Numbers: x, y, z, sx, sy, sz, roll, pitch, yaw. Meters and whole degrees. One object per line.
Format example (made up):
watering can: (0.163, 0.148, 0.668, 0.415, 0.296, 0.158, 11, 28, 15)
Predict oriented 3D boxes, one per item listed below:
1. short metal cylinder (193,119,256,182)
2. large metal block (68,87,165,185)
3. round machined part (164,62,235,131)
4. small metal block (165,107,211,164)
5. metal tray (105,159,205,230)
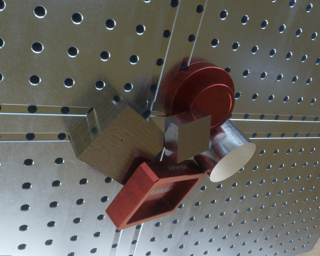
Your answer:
short metal cylinder: (0.091, 0.033, 0.450, 0.081, 0.050, 0.080, -25, 145, -19)
large metal block: (-0.049, 0.012, 0.376, 0.080, 0.050, 0.080, -46, 129, 4)
round machined part: (0.059, -0.034, 0.411, 0.099, 0.042, 0.097, -14, 124, -21)
small metal block: (0.033, 0.008, 0.374, 0.050, 0.025, 0.050, -20, 124, -31)
metal tray: (-0.001, 0.087, 0.424, 0.090, 0.030, 0.131, -54, 151, 19)
